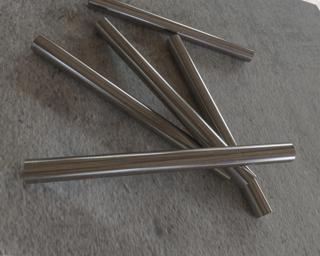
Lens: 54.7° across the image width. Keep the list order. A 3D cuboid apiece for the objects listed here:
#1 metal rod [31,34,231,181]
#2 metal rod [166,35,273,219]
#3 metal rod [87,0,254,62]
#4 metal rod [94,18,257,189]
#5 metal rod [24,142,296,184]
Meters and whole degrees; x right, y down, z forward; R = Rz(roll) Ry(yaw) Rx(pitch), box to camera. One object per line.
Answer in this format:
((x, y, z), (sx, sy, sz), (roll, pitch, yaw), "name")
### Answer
((-0.030, -0.023, 0.402), (0.301, 0.025, 0.025), (34, 51, -6), "metal rod")
((0.080, -0.014, 0.457), (0.025, 0.025, 0.299), (-12, 68, -33), "metal rod")
((0.031, -0.164, 0.522), (0.302, 0.025, 0.025), (12, 57, -22), "metal rod")
((0.012, -0.042, 0.416), (0.025, 0.025, 0.300), (-31, 73, -38), "metal rod")
((0.013, 0.037, 0.345), (0.302, 0.025, 0.025), (-3, 62, -15), "metal rod")
